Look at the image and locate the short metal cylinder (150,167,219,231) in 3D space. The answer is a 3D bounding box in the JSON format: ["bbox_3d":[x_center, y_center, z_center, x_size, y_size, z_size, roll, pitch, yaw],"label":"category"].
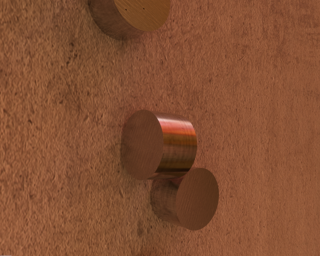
[{"bbox_3d":[0.034,0.091,0.417,0.081,0.050,0.080,0,90,-40],"label":"short metal cylinder"}]

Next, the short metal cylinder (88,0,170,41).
[{"bbox_3d":[-0.035,-0.147,0.359,0.081,0.050,0.080,0,90,-40],"label":"short metal cylinder"}]

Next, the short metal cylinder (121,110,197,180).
[{"bbox_3d":[-0.003,0.020,0.366,0.050,0.080,0.080,6,87,-40],"label":"short metal cylinder"}]
